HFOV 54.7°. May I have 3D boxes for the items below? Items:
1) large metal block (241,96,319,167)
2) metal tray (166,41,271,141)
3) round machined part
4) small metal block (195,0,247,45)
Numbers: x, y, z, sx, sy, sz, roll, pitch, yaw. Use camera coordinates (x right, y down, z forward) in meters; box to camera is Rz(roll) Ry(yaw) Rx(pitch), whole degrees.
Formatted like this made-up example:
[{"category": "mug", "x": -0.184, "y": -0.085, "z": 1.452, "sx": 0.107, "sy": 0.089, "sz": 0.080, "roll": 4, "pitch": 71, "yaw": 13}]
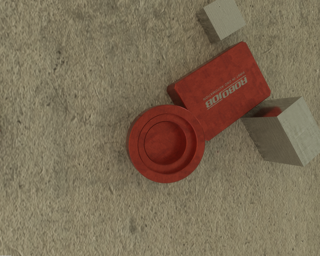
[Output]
[{"category": "large metal block", "x": 0.175, "y": 0.004, "z": 0.447, "sx": 0.050, "sy": 0.080, "sz": 0.080, "roll": -36, "pitch": 102, "yaw": -17}, {"category": "metal tray", "x": 0.086, "y": -0.052, "z": 0.439, "sx": 0.131, "sy": 0.030, "sz": 0.090, "roll": -34, "pitch": 102, "yaw": -17}, {"category": "round machined part", "x": 0.005, "y": 0.018, "z": 0.400, "sx": 0.099, "sy": 0.042, "sz": 0.097, "roll": -1, "pitch": 94, "yaw": -16}, {"category": "small metal block", "x": 0.087, "y": -0.156, "z": 0.442, "sx": 0.050, "sy": 0.025, "sz": 0.050, "roll": -35, "pitch": 102, "yaw": -17}]
